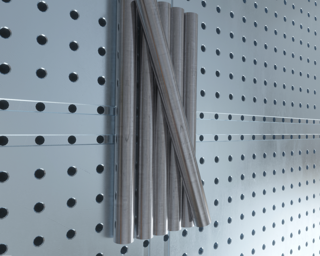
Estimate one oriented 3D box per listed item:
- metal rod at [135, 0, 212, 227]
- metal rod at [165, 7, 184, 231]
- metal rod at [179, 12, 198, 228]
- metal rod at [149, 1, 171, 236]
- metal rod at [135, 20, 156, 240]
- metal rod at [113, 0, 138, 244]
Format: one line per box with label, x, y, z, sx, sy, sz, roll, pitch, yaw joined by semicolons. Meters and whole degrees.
metal rod;0.020;-0.012;0.392;0.025;0.025;0.298;-25;106;-37
metal rod;0.019;-0.012;0.425;0.025;0.025;0.298;1;89;-40
metal rod;0.039;-0.012;0.441;0.025;0.025;0.298;2;89;-40
metal rod;0.000;-0.013;0.407;0.025;0.025;0.298;1;89;-40
metal rod;-0.018;-0.013;0.391;0.025;0.025;0.298;1;89;-40
metal rod;-0.041;-0.015;0.372;0.025;0.025;0.298;1;89;-40
